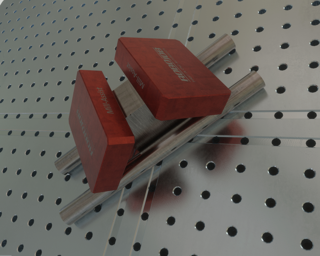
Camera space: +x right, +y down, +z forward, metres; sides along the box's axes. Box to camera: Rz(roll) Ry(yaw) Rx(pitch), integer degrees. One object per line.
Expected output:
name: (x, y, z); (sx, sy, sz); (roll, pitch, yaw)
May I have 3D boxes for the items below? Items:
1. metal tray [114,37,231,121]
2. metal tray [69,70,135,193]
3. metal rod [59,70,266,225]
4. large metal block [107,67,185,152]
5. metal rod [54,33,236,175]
metal tray: (0.011, -0.064, 0.370); (0.091, 0.030, 0.130); (-7, 44, -30)
metal tray: (-0.077, 0.001, 0.377); (0.130, 0.030, 0.089); (60, 140, 38)
metal rod: (0.000, 0.027, 0.391); (0.300, 0.025, 0.025); (-36, 51, 4)
large metal block: (-0.016, -0.021, 0.392); (0.080, 0.080, 0.050); (-36, 51, 4)
metal rod: (-0.023, -0.032, 0.438); (0.300, 0.025, 0.025); (-37, 51, 3)
